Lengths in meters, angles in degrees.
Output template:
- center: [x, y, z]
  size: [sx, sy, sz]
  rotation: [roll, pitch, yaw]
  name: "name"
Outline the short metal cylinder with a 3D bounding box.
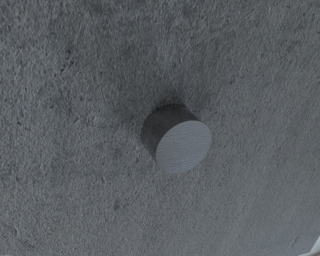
- center: [0.021, 0.014, 0.414]
  size: [0.081, 0.050, 0.079]
  rotation: [-14, 125, -21]
  name: "short metal cylinder"
